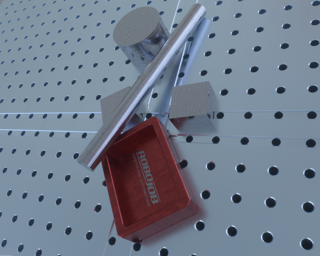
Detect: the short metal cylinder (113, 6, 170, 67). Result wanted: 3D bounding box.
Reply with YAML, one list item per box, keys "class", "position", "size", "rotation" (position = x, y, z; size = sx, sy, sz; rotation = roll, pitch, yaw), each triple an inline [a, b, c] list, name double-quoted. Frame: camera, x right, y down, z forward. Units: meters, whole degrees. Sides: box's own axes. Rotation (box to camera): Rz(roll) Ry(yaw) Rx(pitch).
- class: "short metal cylinder"
  position: [-0.027, -0.145, 0.494]
  size: [0.080, 0.050, 0.080]
  rotation: [-13, 56, 20]

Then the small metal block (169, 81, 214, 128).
- class: "small metal block"
  position: [0.042, -0.030, 0.404]
  size: [0.050, 0.025, 0.050]
  rotation: [-6, 59, 24]

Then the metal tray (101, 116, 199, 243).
- class: "metal tray"
  position: [-0.019, 0.058, 0.377]
  size: [0.090, 0.030, 0.130]
  rotation: [-29, 52, 9]

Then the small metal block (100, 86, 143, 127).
- class: "small metal block"
  position: [-0.057, -0.026, 0.453]
  size: [0.050, 0.025, 0.050]
  rotation: [-24, 53, 13]

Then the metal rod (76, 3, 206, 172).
- class: "metal rod"
  position: [-0.015, -0.070, 0.433]
  size: [0.025, 0.025, 0.300]
  rotation: [17, 63, 34]
